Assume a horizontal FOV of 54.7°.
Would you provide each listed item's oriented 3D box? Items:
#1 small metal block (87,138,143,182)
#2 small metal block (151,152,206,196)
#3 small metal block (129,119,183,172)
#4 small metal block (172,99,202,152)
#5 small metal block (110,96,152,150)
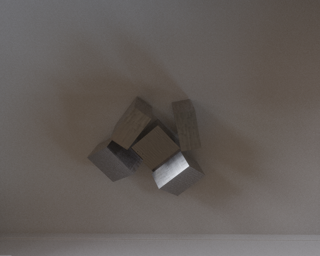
[{"bbox_3d":[-0.060,0.041,0.412,0.050,0.025,0.050,47,136,-16],"label":"small metal block"},{"bbox_3d":[0.026,0.063,0.419,0.050,0.025,0.050,-39,143,12],"label":"small metal block"},{"bbox_3d":[-0.005,0.025,0.418,0.050,0.025,0.050,-40,106,13],"label":"small metal block"},{"bbox_3d":[0.033,-0.005,0.394,0.025,0.050,0.050,-11,110,3],"label":"small metal block"},{"bbox_3d":[-0.035,-0.007,0.392,0.025,0.050,0.050,35,106,-12],"label":"small metal block"}]
